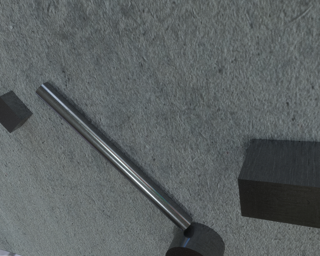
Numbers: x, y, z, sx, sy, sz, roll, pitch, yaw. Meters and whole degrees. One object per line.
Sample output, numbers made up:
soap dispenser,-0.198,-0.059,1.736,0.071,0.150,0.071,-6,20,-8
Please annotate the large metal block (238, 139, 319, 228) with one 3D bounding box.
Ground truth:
large metal block,0.135,0.055,0.334,0.080,0.080,0.050,2,119,27

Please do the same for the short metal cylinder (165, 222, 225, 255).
short metal cylinder,0.055,0.195,0.481,0.080,0.050,0.079,13,124,20

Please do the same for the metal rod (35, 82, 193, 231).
metal rod,-0.067,0.044,0.467,0.300,0.025,0.025,44,129,-3

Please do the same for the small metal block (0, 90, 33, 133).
small metal block,-0.250,-0.026,0.519,0.050,0.025,0.050,-33,100,38
